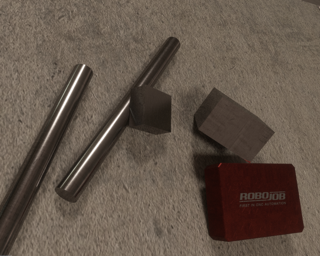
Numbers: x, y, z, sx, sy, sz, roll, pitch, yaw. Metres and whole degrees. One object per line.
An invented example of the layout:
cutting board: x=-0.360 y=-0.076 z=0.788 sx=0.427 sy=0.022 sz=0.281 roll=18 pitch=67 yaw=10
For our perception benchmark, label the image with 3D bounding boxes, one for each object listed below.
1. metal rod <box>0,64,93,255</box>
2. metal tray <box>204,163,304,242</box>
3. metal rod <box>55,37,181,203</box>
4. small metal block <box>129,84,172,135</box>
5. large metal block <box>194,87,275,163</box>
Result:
metal rod: x=-0.127 y=0.045 z=0.308 sx=0.025 sy=0.025 sz=0.300 roll=24 pitch=53 yaw=-14
metal tray: x=0.123 y=0.092 z=0.399 sx=0.131 sy=0.030 sz=0.090 roll=4 pitch=75 yaw=-27
metal rod: x=-0.037 y=-0.034 z=0.405 sx=0.025 sy=0.025 sz=0.301 roll=35 pitch=51 yaw=-6
small metal block: x=-0.011 y=-0.022 z=0.393 sx=0.050 sy=0.025 sz=0.050 roll=18 pitch=68 yaw=-47
large metal block: x=0.097 y=-0.007 z=0.422 sx=0.080 sy=0.050 sz=0.080 roll=33 pitch=14 yaw=-7
